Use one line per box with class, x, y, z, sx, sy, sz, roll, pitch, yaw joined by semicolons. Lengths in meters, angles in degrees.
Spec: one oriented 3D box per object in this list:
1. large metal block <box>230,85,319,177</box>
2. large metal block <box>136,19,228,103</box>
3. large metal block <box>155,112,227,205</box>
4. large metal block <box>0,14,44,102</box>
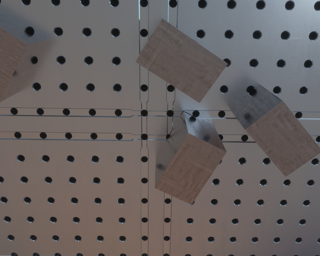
large metal block;0.140;0.000;0.385;0.050;0.080;0.080;-40;105;13
large metal block;0.023;-0.080;0.355;0.080;0.080;0.050;31;107;-11
large metal block;0.035;0.035;0.397;0.050;0.080;0.080;27;108;-9
large metal block;-0.200;-0.089;0.366;0.080;0.050;0.080;32;107;-11
